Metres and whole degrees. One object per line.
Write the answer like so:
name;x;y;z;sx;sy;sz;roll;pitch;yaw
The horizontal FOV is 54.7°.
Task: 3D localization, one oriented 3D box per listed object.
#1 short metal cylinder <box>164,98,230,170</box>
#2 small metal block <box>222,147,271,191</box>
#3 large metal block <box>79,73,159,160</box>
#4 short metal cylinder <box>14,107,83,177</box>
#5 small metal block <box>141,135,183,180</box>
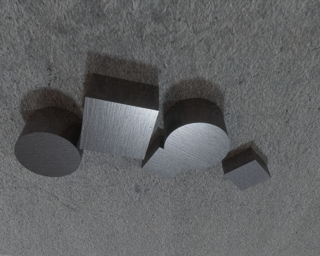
short metal cylinder;0.045;0.008;0.398;0.081;0.050;0.079;0;130;0
small metal block;0.129;0.062;0.462;0.050;0.025;0.050;-31;124;24
large metal block;-0.050;-0.013;0.380;0.081;0.050;0.079;11;129;-9
short metal cylinder;-0.140;0.019;0.406;0.081;0.050;0.079;0;130;0
small metal block;0.008;0.044;0.444;0.050;0.025;0.050;24;126;-20
